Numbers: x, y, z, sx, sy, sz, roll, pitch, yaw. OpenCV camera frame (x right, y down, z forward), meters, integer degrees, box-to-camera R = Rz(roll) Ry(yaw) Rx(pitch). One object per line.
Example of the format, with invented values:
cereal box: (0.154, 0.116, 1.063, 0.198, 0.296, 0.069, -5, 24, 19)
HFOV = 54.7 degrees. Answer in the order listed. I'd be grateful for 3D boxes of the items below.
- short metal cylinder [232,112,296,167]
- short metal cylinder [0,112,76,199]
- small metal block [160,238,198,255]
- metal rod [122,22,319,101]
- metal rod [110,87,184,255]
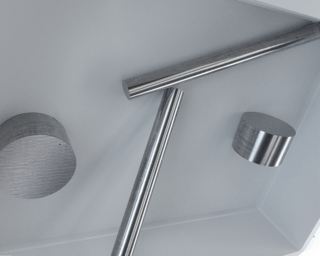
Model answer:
short metal cylinder: (0.156, 0.015, 0.470, 0.081, 0.080, 0.050, -1, 119, -28)
short metal cylinder: (-0.137, 0.030, 0.337, 0.081, 0.050, 0.079, -14, 125, -21)
small metal block: (0.035, 0.228, 0.558, 0.050, 0.050, 0.025, 7, 115, -32)
metal rod: (0.096, -0.093, 0.405, 0.302, 0.025, 0.025, -20, 126, -17)
metal rod: (-0.027, 0.093, 0.372, 0.025, 0.025, 0.299, 24, 80, -37)
